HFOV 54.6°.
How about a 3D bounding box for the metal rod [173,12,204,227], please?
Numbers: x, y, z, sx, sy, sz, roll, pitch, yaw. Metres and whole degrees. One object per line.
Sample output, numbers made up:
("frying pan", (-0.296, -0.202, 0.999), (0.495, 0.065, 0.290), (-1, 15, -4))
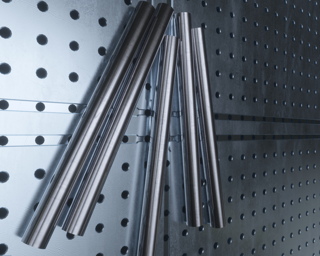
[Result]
("metal rod", (0.041, -0.009, 0.442), (0.025, 0.025, 0.298), (-7, 94, -40))

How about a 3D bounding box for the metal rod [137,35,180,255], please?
("metal rod", (-0.002, 0.027, 0.406), (0.025, 0.025, 0.299), (11, 83, -40))

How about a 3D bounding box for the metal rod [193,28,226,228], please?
("metal rod", (0.071, 0.004, 0.467), (0.025, 0.025, 0.298), (-13, 98, -39))

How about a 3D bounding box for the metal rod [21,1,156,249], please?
("metal rod", (-0.071, -0.019, 0.348), (0.025, 0.025, 0.300), (34, 69, -35))

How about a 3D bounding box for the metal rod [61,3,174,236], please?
("metal rod", (-0.043, -0.024, 0.372), (0.025, 0.025, 0.300), (32, 70, -35))
